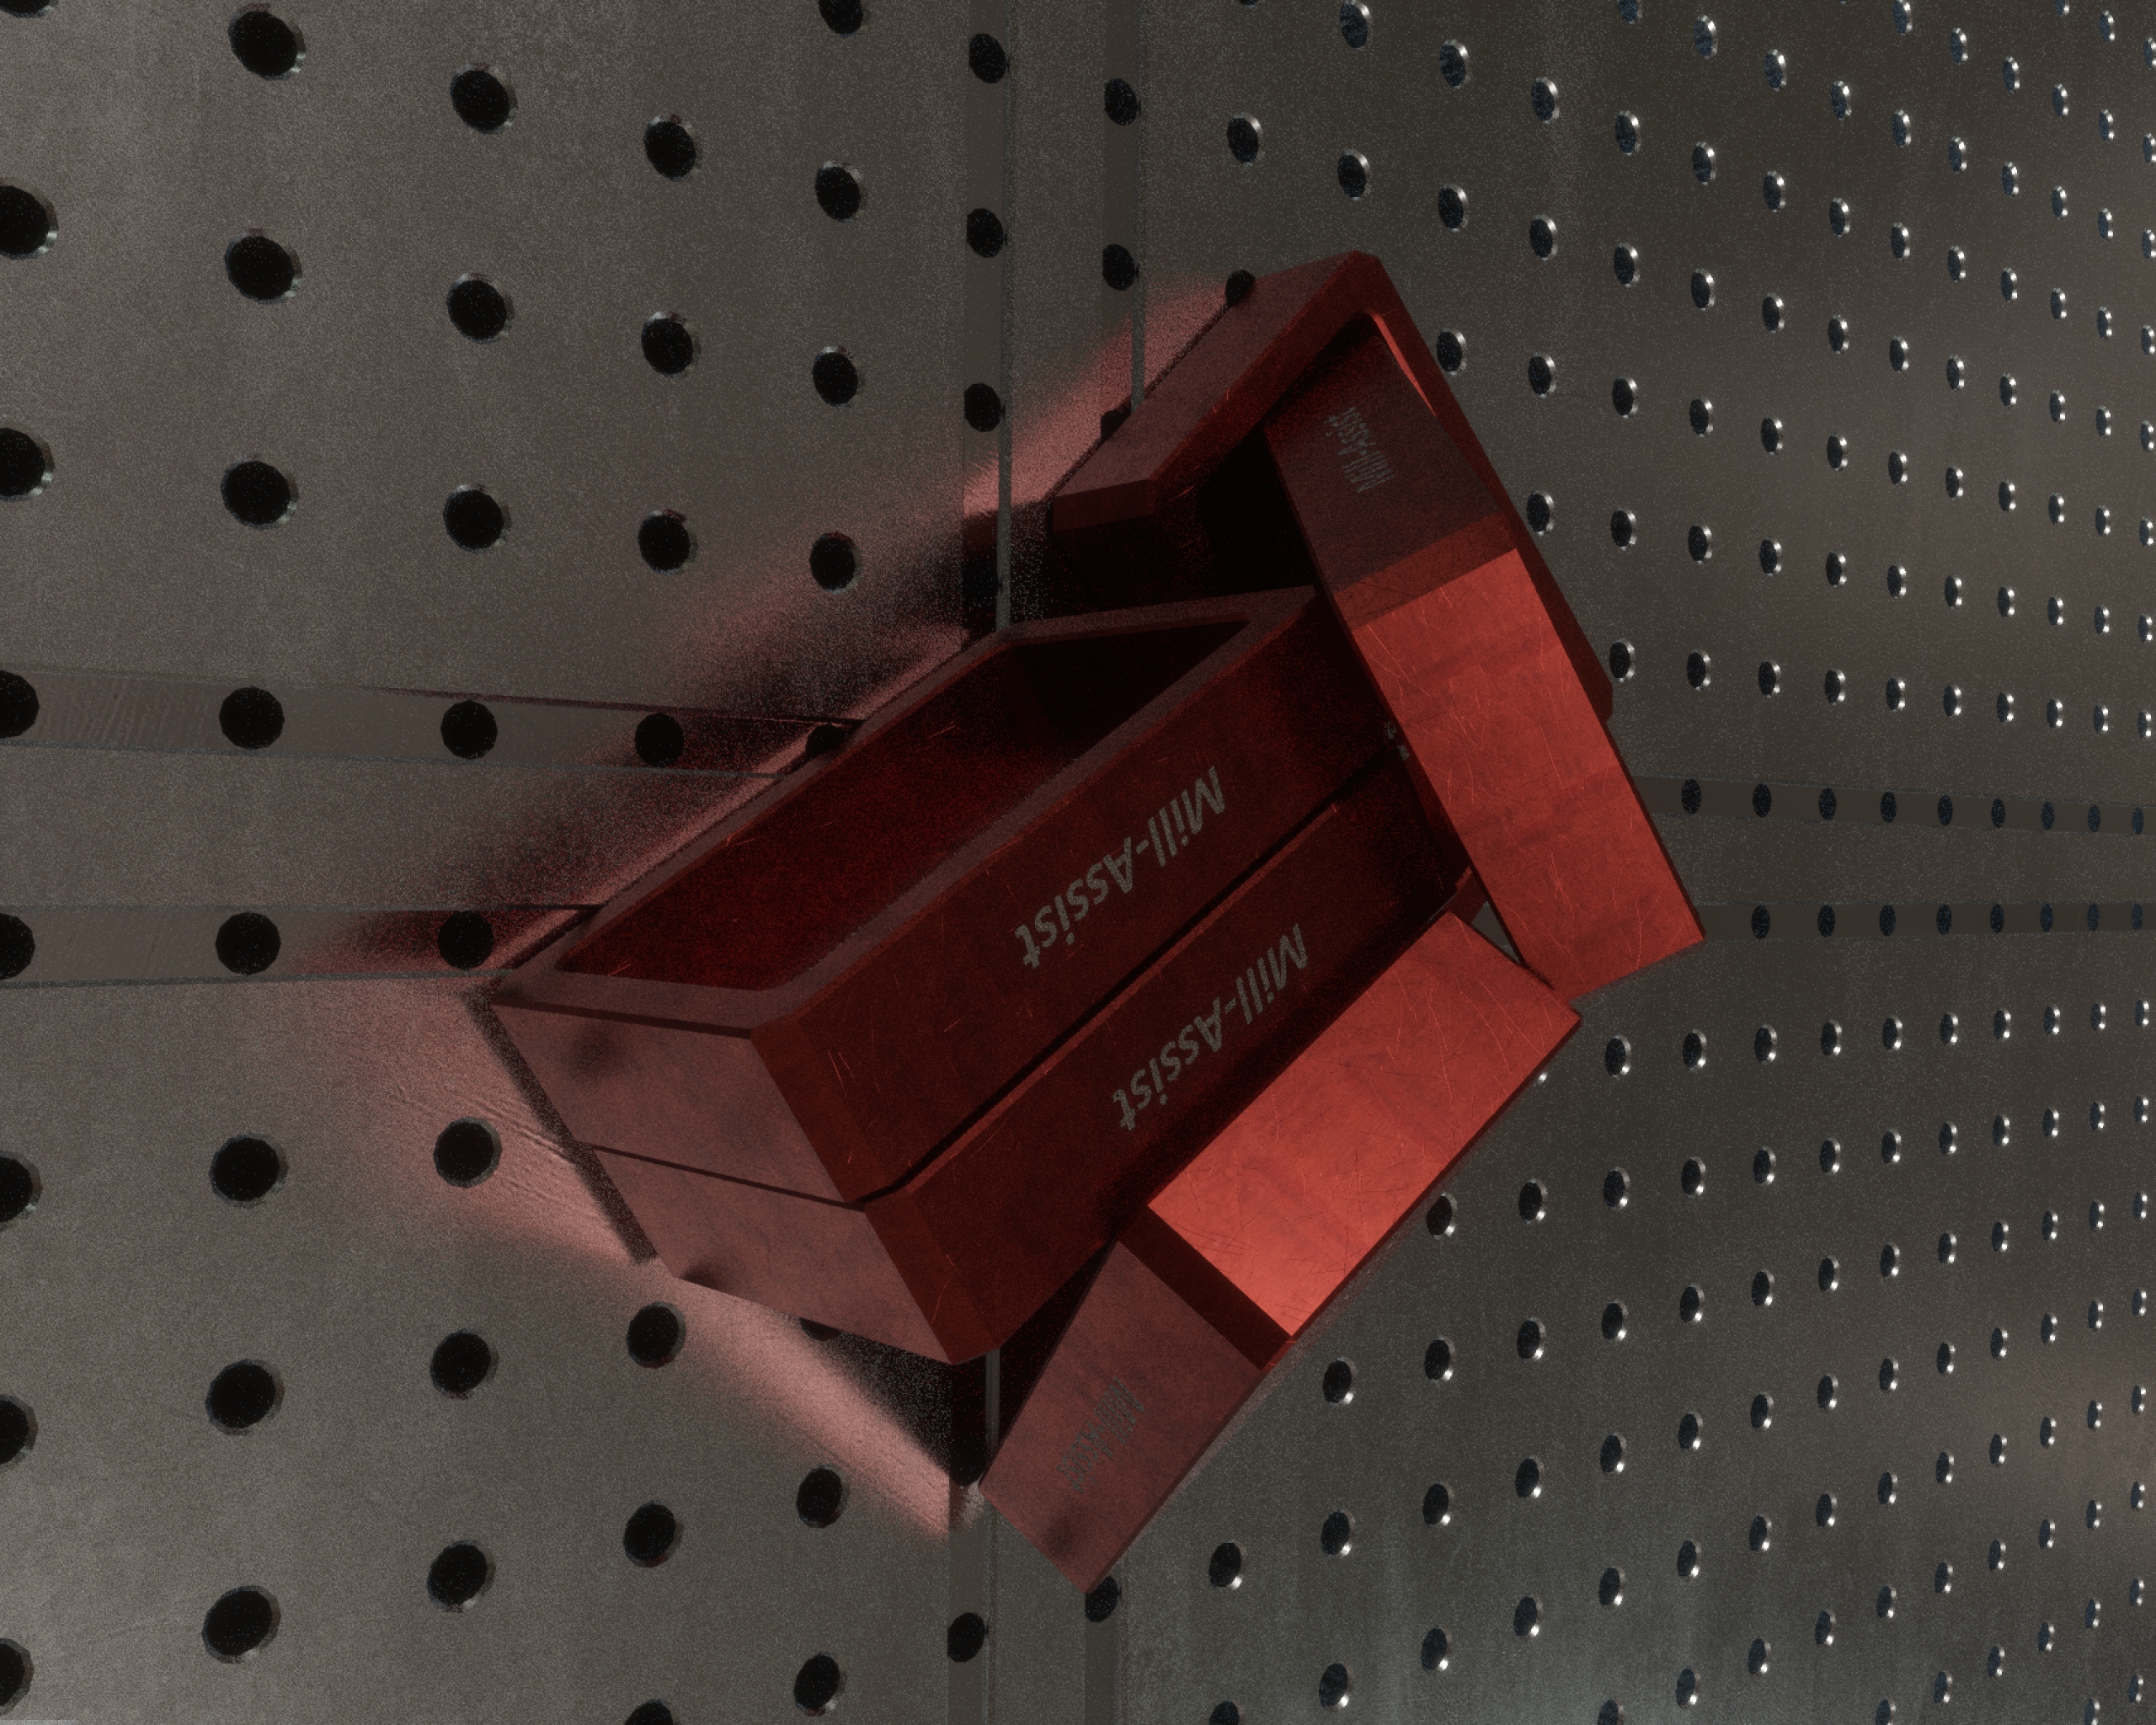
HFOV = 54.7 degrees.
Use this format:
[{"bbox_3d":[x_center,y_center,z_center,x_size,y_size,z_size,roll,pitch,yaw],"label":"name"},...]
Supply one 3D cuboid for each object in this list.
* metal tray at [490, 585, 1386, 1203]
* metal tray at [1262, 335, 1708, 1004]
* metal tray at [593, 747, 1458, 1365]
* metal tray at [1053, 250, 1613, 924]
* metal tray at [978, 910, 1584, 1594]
[{"bbox_3d":[-0.022,0.000,0.350,0.131,0.090,0.030,-40,115,-33],"label":"metal tray"},{"bbox_3d":[0.073,-0.041,0.398,0.090,0.030,0.130,58,12,-24],"label":"metal tray"},{"bbox_3d":[-0.008,0.025,0.360,0.131,0.090,0.030,-40,115,-33],"label":"metal tray"},{"bbox_3d":[0.061,-0.054,0.458,0.090,0.030,0.130,-51,120,-28],"label":"metal tray"},{"bbox_3d":[0.033,0.074,0.379,0.030,0.129,0.091,41,56,14],"label":"metal tray"}]
